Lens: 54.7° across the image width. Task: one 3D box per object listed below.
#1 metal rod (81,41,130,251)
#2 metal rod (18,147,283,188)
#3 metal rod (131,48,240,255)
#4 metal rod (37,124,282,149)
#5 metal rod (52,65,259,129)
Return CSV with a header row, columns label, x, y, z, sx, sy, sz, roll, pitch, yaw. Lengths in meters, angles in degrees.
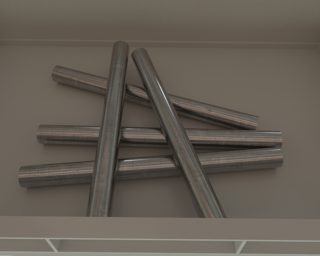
label,x,y,z,sx,sy,sz,roll,pitch,yaw
metal rod,-0.059,-0.008,0.376,0.025,0.025,0.300,0,50,0
metal rod,-0.007,0.046,0.365,0.302,0.025,0.025,-4,50,-4
metal rod,0.015,0.000,0.370,0.025,0.025,0.299,-14,51,-12
metal rod,-0.001,0.012,0.392,0.302,0.025,0.025,2,50,1
metal rod,-0.015,-0.043,0.438,0.301,0.025,0.025,16,52,12
